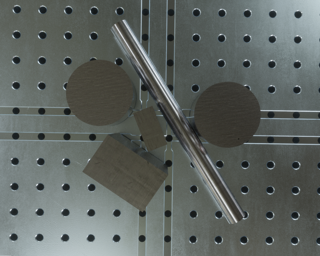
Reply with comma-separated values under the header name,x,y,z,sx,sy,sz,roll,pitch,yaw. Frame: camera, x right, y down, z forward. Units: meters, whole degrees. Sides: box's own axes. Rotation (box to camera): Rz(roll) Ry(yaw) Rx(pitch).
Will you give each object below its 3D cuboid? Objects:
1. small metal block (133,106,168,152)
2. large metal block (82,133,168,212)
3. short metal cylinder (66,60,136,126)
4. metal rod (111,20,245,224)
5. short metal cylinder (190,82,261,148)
name,x,y,z,sx,sy,sz,roll,pitch,yaw
small metal block,-0.012,0.001,0.397,0.025,0.050,0.050,-21,90,0
large metal block,-0.038,0.050,0.381,0.080,0.080,0.050,34,91,0
short metal cylinder,-0.073,-0.042,0.396,0.081,0.050,0.079,0,90,0
metal rod,0.024,-0.008,0.410,0.025,0.025,0.299,-31,90,0
short metal cylinder,0.081,-0.016,0.398,0.081,0.050,0.079,0,90,0
